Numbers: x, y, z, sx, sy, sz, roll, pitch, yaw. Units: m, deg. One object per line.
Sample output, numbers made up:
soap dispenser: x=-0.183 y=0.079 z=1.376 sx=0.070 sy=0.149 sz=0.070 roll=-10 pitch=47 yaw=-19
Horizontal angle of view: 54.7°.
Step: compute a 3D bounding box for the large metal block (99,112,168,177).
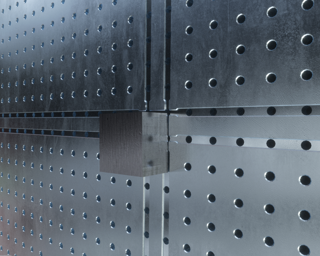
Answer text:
large metal block: x=-0.036 y=0.020 z=0.421 sx=0.080 sy=0.050 sz=0.079 roll=0 pitch=90 yaw=39
